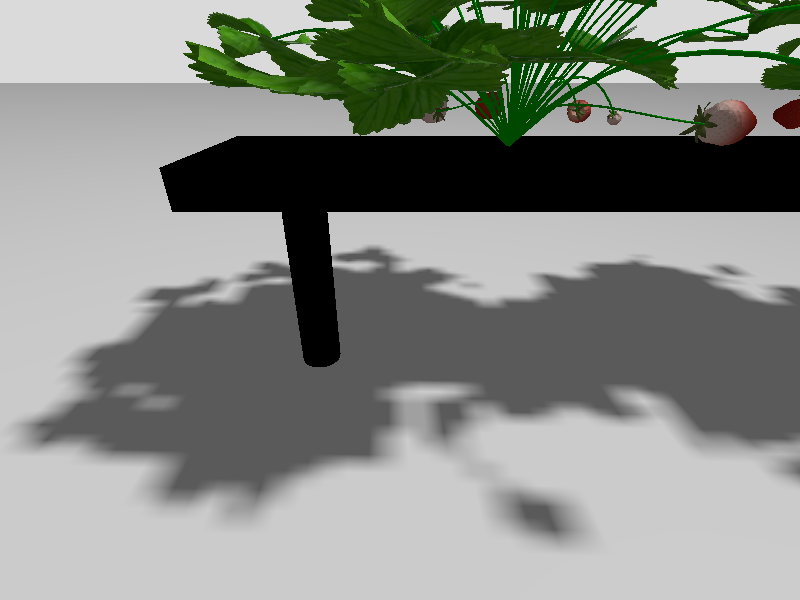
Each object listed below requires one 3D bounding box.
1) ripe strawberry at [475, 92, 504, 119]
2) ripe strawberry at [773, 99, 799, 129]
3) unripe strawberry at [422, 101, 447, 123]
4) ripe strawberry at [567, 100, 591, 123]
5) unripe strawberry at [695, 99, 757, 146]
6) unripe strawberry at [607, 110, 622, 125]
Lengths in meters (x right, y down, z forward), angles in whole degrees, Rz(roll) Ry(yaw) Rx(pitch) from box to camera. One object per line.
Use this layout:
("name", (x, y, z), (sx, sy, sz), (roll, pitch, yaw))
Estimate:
("ripe strawberry", (0.109, -0.236, 0.489), (0.034, 0.030, 0.034), (3, 1, 5))
("ripe strawberry", (0.407, -0.193, 0.417), (0.028, 0.028, 0.031), (21, 36, 33))
("unripe strawberry", (0.037, -0.219, 0.461), (0.032, 0.027, 0.032), (-9, 31, -16))
("ripe strawberry", (0.209, -0.219, 0.465), (0.027, 0.024, 0.024), (20, 29, 31))
("unripe strawberry", (0.260, -0.141, 0.318), (0.039, 0.033, 0.039), (1, 30, 1))
("unripe strawberry", (0.240, -0.202, 0.447), (0.015, 0.016, 0.016), (28, 4, 40))
